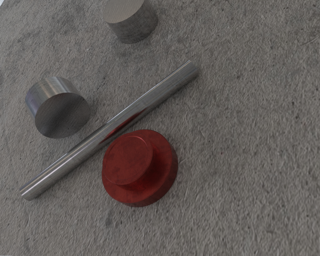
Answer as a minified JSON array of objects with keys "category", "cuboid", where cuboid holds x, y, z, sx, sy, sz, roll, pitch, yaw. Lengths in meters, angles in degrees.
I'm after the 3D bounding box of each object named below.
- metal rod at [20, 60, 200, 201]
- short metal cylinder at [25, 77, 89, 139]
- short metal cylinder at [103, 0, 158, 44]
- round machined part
[{"category":"metal rod","cuboid":[-0.073,0.005,0.438,0.300,0.025,0.025,-37,51,3]},{"category":"short metal cylinder","cuboid":[-0.155,-0.031,0.469,0.080,0.080,0.050,-43,51,-2]},{"category":"short metal cylinder","cuboid":[-0.050,-0.192,0.532,0.080,0.050,0.080,-13,56,21]},{"category":"round machined part","cuboid":[-0.031,0.044,0.382,0.098,0.042,0.098,-13,56,21]}]
